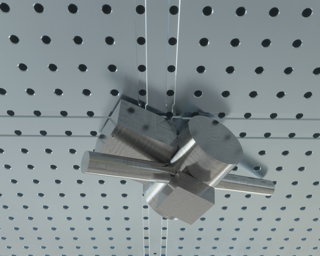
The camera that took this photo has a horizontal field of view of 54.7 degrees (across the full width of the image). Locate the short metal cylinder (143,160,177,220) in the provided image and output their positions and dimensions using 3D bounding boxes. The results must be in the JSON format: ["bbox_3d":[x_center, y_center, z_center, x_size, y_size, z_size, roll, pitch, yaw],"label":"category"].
[{"bbox_3d":[0.023,0.082,0.441,0.080,0.080,0.050,24,126,-19],"label":"short metal cylinder"}]

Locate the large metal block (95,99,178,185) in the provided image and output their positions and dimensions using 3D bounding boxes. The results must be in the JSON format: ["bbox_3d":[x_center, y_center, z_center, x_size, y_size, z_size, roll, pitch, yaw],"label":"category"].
[{"bbox_3d":[-0.033,0.021,0.405,0.080,0.050,0.080,23,126,-19],"label":"large metal block"}]

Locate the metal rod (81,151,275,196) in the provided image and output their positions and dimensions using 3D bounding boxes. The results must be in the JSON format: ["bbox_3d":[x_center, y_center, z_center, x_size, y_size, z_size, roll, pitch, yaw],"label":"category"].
[{"bbox_3d":[0.045,0.066,0.412,0.302,0.025,0.025,13,131,-31],"label":"metal rod"}]

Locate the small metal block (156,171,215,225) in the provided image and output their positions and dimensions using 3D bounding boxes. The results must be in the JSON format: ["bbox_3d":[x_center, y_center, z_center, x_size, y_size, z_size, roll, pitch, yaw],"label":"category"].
[{"bbox_3d":[0.031,0.086,0.377,0.050,0.025,0.050,28,125,-12],"label":"small metal block"}]

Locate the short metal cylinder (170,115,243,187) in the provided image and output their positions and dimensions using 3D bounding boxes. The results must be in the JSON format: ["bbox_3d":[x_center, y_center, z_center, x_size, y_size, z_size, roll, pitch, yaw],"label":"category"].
[{"bbox_3d":[0.058,0.030,0.397,0.080,0.080,0.050,22,127,-18],"label":"short metal cylinder"}]
